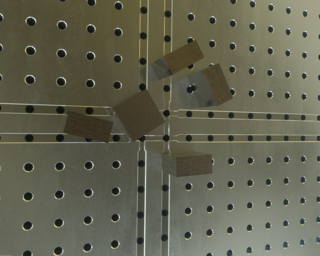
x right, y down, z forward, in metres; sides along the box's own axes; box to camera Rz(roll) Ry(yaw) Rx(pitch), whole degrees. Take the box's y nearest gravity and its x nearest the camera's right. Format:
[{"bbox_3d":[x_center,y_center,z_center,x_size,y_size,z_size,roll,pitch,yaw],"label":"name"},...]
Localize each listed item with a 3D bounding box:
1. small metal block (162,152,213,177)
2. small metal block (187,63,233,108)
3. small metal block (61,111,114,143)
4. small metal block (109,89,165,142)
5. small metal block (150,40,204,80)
[{"bbox_3d":[0.035,0.047,0.414,0.050,0.050,0.025,-2,91,-20],"label":"small metal block"},{"bbox_3d":[0.068,-0.057,0.426,0.025,0.050,0.050,-27,99,-18],"label":"small metal block"},{"bbox_3d":[-0.088,-0.001,0.368,0.050,0.050,0.025,15,85,-20],"label":"small metal block"},{"bbox_3d":[-0.030,-0.016,0.403,0.050,0.025,0.050,-33,101,-17],"label":"small metal block"},{"bbox_3d":[0.022,-0.089,0.408,0.050,0.050,0.025,-31,101,-18],"label":"small metal block"}]
